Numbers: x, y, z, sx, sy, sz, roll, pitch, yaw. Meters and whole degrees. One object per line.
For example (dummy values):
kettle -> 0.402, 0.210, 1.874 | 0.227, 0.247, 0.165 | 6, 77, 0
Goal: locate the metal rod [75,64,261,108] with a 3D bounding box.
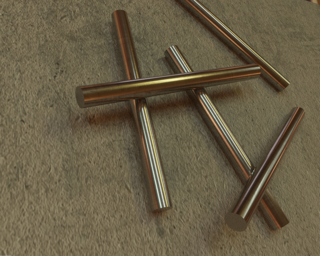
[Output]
metal rod -> 0.034, -0.064, 0.426 | 0.303, 0.025, 0.025 | -14, 69, -34

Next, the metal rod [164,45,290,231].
metal rod -> 0.089, 0.004, 0.448 | 0.025, 0.025, 0.299 | -19, 72, -35

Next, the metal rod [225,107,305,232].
metal rod -> 0.163, 0.038, 0.442 | 0.025, 0.025, 0.302 | 47, 43, 5

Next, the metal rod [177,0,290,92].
metal rod -> 0.120, -0.176, 0.575 | 0.300, 0.025, 0.025 | 42, 51, 0

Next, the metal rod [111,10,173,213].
metal rod -> -0.030, -0.040, 0.411 | 0.025, 0.025, 0.299 | 1, 61, -28
